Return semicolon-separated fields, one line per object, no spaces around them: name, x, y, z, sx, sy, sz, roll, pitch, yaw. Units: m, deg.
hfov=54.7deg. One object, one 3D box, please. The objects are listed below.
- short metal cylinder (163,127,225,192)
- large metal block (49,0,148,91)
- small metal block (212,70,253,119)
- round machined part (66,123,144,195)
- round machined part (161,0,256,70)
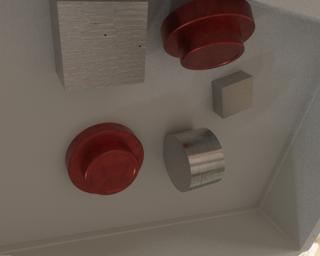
short metal cylinder;0.044;0.043;0.426;0.050;0.080;0.079;-12;124;-23
large metal block;-0.061;-0.087;0.306;0.081;0.050;0.079;-10;123;-24
small metal block;0.102;-0.047;0.438;0.050;0.025;0.050;-22;127;-16
round machined part;-0.065;0.046;0.392;0.099;0.042;0.097;-14;125;-21
round machined part;0.053;-0.094;0.332;0.099;0.098;0.042;-4;78;-27
